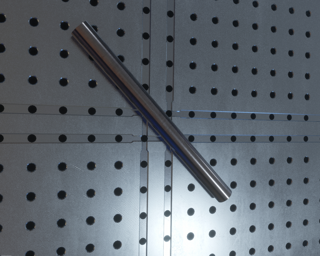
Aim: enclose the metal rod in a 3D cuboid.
[{"bbox_3d":[-0.003,-0.012,0.412,0.025,0.025,0.300,-45,104,-14],"label":"metal rod"}]
